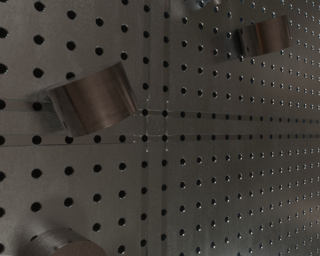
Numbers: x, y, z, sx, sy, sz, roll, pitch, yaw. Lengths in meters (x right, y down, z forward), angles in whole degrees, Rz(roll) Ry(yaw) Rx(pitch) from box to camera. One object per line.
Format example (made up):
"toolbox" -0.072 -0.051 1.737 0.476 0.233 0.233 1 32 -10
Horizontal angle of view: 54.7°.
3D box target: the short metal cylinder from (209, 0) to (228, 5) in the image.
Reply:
"short metal cylinder" 0.100 -0.229 0.459 0.080 0.080 0.050 -51 121 -28

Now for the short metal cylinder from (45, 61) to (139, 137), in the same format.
"short metal cylinder" -0.068 -0.031 0.318 0.081 0.080 0.050 -34 111 -35

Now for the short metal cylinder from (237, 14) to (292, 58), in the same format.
"short metal cylinder" 0.177 -0.155 0.525 0.081 0.080 0.050 -27 108 -37

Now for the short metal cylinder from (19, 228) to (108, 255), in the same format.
"short metal cylinder" -0.098 0.148 0.312 0.081 0.050 0.079 0 90 -40
